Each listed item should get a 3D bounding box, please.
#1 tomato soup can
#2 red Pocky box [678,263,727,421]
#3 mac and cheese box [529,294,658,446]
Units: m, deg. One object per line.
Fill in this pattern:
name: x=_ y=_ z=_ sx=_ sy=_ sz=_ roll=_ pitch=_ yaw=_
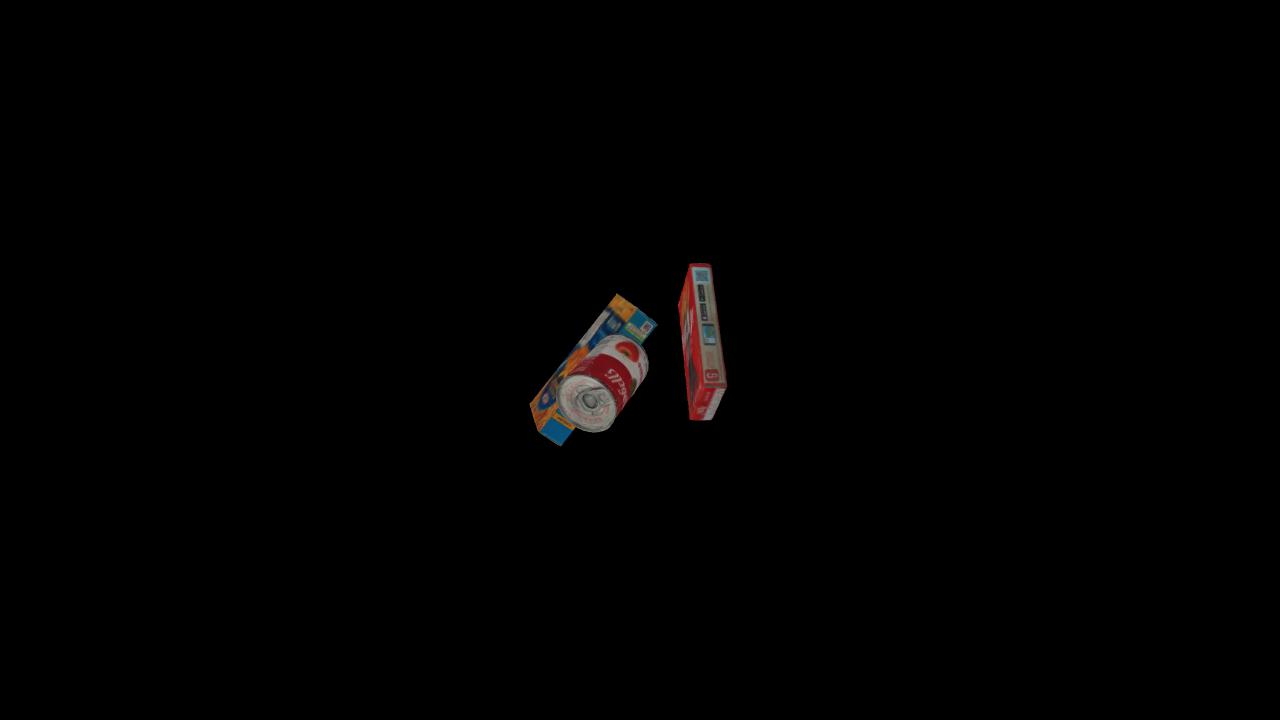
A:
tomato soup can: x=-0.037 y=0.022 z=0.655 sx=0.068 sy=0.068 sz=0.101 roll=0 pitch=27 yaw=23
red Pocky box: x=0.065 y=-0.020 z=0.667 sx=0.028 sy=0.155 sz=0.083 roll=0 pitch=-30 yaw=-5
mac and cheese box: x=-0.061 y=0.008 z=0.750 sx=0.041 sy=0.184 sz=0.093 roll=37 pitch=3 yaw=-25
